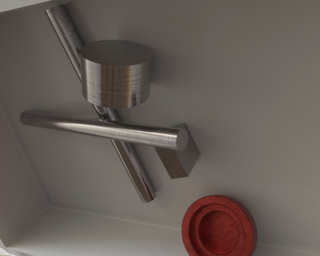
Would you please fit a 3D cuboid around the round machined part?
[{"bbox_3d":[0.083,0.141,0.420,0.098,0.042,0.098,-6,78,29],"label":"round machined part"}]

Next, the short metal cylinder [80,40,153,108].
[{"bbox_3d":[-0.050,-0.064,0.358,0.080,0.080,0.050,18,125,17],"label":"short metal cylinder"}]

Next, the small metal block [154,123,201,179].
[{"bbox_3d":[0.024,0.029,0.397,0.025,0.050,0.050,-15,111,34],"label":"small metal block"}]

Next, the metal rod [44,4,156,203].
[{"bbox_3d":[-0.074,-0.020,0.433,0.025,0.025,0.299,-11,113,32],"label":"metal rod"}]

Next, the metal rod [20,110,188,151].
[{"bbox_3d":[-0.098,-0.002,0.426,0.300,0.025,0.025,7,122,35],"label":"metal rod"}]
